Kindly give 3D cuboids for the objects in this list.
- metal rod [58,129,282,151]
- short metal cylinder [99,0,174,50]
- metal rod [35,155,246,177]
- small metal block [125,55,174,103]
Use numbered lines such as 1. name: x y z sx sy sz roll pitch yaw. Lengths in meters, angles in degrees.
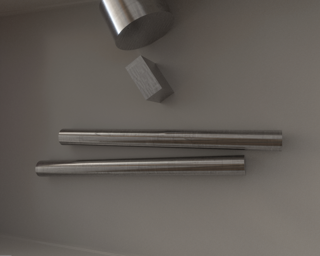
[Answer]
1. metal rod: 0.000 0.014 0.409 0.301 0.025 0.025 0 90 19
2. short metal cylinder: -0.029 -0.142 0.391 0.080 0.080 0.050 -28 81 17
3. metal rod: -0.039 0.053 0.423 0.301 0.025 0.025 -3 89 19
4. small metal block: -0.012 -0.062 0.401 0.025 0.050 0.050 -35 79 16
